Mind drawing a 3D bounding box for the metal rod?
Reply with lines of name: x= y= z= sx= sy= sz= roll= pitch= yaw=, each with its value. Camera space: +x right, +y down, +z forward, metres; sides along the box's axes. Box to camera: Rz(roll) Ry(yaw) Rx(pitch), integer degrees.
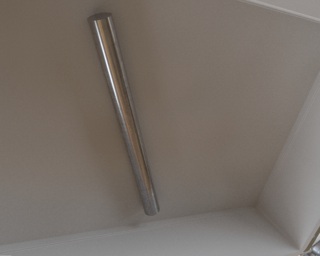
metal rod: x=-0.036 y=0.008 z=0.394 sx=0.025 sy=0.025 sz=0.298 roll=-23 pitch=127 yaw=-15
